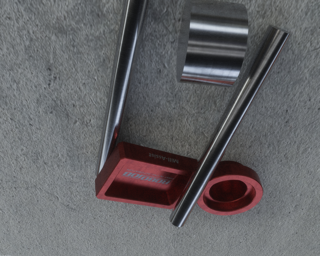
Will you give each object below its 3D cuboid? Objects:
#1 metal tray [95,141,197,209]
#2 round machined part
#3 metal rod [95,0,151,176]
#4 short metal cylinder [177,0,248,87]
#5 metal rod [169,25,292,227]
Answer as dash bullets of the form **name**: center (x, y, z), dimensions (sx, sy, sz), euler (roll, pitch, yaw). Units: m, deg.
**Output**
- **metal tray**: center (-0.016, 0.073, 0.447), dimensions (0.131, 0.030, 0.089), euler (16, 126, -27)
- **round machined part**: center (0.102, 0.087, 0.472), dimensions (0.099, 0.042, 0.097), euler (0, 130, 0)
- **metal rod**: center (-0.048, -0.043, 0.370), dimensions (0.025, 0.025, 0.298), euler (11, 129, -9)
- **short metal cylinder**: center (0.047, -0.082, 0.302), dimensions (0.050, 0.080, 0.079), euler (5, 130, -4)
- **metal rod**: center (0.076, 0.018, 0.393), dimensions (0.025, 0.025, 0.298), euler (15, 120, -13)
